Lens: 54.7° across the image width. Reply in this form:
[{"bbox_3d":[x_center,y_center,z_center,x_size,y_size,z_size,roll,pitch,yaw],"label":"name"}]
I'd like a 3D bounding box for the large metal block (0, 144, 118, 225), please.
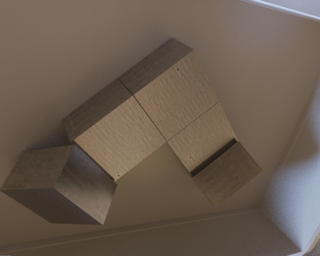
[{"bbox_3d":[-0.109,0.066,0.343,0.080,0.050,0.080,-8,137,29],"label":"large metal block"}]

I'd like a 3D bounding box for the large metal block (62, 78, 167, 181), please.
[{"bbox_3d":[-0.052,0.004,0.364,0.080,0.050,0.080,-38,129,-3],"label":"large metal block"}]

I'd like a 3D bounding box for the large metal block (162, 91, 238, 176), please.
[{"bbox_3d":[0.048,0.005,0.419,0.080,0.050,0.080,-38,129,-3],"label":"large metal block"}]

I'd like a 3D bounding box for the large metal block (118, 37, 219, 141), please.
[{"bbox_3d":[0.012,-0.045,0.368,0.080,0.050,0.080,-38,129,-3],"label":"large metal block"}]

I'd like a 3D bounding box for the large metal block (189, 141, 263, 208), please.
[{"bbox_3d":[0.092,0.067,0.454,0.080,0.050,0.080,-38,173,-3],"label":"large metal block"}]
